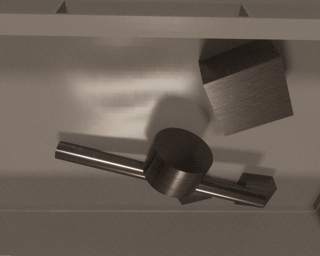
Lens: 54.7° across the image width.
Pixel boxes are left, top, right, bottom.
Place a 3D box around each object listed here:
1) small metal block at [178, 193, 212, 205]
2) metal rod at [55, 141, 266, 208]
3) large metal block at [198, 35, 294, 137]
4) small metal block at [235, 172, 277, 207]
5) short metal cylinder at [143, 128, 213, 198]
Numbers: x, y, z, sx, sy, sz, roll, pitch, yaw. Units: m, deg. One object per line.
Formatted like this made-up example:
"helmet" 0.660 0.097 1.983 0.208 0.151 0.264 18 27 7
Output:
"small metal block" 0.049 0.092 0.488 0.050 0.025 0.050 -17 128 13
"metal rod" 0.003 0.068 0.443 0.302 0.025 0.025 14 129 -4
"large metal block" 0.098 -0.046 0.355 0.080 0.050 0.080 -19 128 15
"small metal block" 0.150 0.100 0.497 0.050 0.025 0.050 9 130 -8
"short metal cylinder" 0.023 0.045 0.412 0.081 0.080 0.050 14 129 -12
